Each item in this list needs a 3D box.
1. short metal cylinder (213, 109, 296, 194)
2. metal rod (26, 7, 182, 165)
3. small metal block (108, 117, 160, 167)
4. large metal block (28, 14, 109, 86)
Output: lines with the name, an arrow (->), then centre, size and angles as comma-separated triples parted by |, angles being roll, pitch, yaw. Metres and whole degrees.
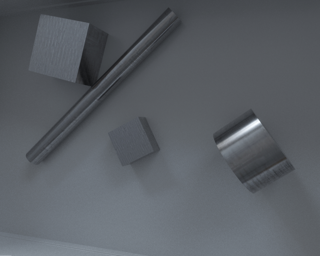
short metal cylinder -> 0.104, 0.025, 0.345 | 0.050, 0.080, 0.080 | -36, 79, 16
metal rod -> -0.088, -0.050, 0.440 | 0.299, 0.025, 0.025 | -42, 77, 14
small metal block -> -0.035, 0.018, 0.422 | 0.050, 0.025, 0.050 | -27, 81, 17
large metal block -> -0.130, -0.109, 0.442 | 0.080, 0.050, 0.079 | 16, 95, 19
